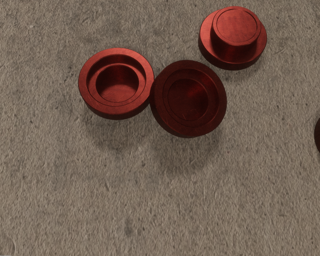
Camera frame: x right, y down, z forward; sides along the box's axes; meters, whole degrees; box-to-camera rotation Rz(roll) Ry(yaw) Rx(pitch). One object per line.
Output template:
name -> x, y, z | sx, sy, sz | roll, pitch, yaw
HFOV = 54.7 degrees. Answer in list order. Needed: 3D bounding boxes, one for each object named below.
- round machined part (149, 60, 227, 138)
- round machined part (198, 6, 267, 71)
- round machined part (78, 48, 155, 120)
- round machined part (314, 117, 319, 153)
round machined part -> 0.033, -0.035, 0.401 | 0.099, 0.042, 0.097 | 3, 79, -18
round machined part -> 0.107, -0.137, 0.450 | 0.099, 0.042, 0.098 | 0, 70, -1
round machined part -> -0.056, -0.056, 0.419 | 0.099, 0.042, 0.098 | 0, 70, 0
round machined part -> 0.258, 0.009, 0.399 | 0.099, 0.042, 0.098 | 0, 70, -1
